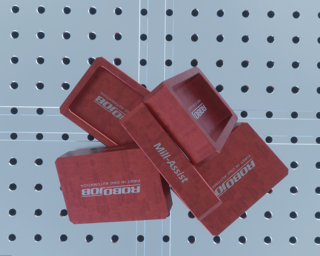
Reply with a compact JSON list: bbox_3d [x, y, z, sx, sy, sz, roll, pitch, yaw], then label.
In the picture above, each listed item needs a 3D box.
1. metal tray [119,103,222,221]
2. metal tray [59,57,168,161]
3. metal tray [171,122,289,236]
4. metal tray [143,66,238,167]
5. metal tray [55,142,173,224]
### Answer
[{"bbox_3d":[0.011,0.034,0.350,0.030,0.090,0.130,-38,91,0],"label":"metal tray"},{"bbox_3d":[-0.052,-0.020,0.410,0.130,0.030,0.090,36,90,-1],"label":"metal tray"},{"bbox_3d":[0.090,0.065,0.411,0.130,0.030,0.090,-41,91,-1],"label":"metal tray"},{"bbox_3d":[0.043,-0.021,0.362,0.030,0.131,0.090,-38,90,28],"label":"metal tray"},{"bbox_3d":[-0.057,0.069,0.386,0.130,0.030,0.089,-8,101,14],"label":"metal tray"}]
